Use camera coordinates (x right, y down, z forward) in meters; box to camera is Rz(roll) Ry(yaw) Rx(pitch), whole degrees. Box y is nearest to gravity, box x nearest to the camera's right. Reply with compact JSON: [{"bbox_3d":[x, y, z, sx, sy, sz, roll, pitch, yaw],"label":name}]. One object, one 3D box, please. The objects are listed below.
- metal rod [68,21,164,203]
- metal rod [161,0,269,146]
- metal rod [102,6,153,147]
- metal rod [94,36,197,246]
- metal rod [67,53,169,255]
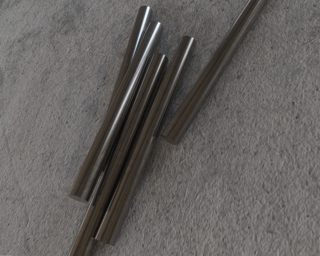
[{"bbox_3d":[-0.051,-0.041,0.435,0.025,0.025,0.300,2,57,29],"label":"metal rod"},{"bbox_3d":[0.091,-0.107,0.421,0.025,0.025,0.300,23,74,36],"label":"metal rod"},{"bbox_3d":[-0.054,-0.073,0.476,0.025,0.025,0.300,-2,61,27],"label":"metal rod"},{"bbox_3d":[-0.011,0.001,0.408,0.025,0.025,0.300,9,66,32],"label":"metal rod"},{"bbox_3d":[-0.048,0.026,0.413,0.025,0.025,0.300,7,65,31],"label":"metal rod"}]
